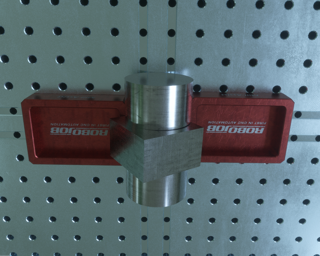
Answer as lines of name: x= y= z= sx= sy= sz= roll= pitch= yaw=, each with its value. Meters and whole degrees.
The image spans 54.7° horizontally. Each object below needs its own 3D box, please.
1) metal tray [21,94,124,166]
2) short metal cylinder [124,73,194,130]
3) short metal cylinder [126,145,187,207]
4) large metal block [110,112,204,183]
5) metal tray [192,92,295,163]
metal tray: x=-0.107 y=0.003 z=0.410 sx=0.131 sy=0.030 sz=0.089 roll=1 pitch=110 yaw=-1
short metal cylinder: x=-0.002 y=-0.035 z=0.371 sx=0.081 sy=0.080 sz=0.050 roll=1 pitch=110 yaw=-1
short metal cylinder: x=-0.004 y=0.059 z=0.405 sx=0.081 sy=0.080 sz=0.050 roll=2 pitch=110 yaw=-1
large metal block: x=-0.006 y=0.017 z=0.375 sx=0.081 sy=0.080 sz=0.050 roll=-11 pitch=114 yaw=-33
metal tray: x=0.102 y=0.000 z=0.411 sx=0.131 sy=0.030 sz=0.089 roll=1 pitch=110 yaw=-1
